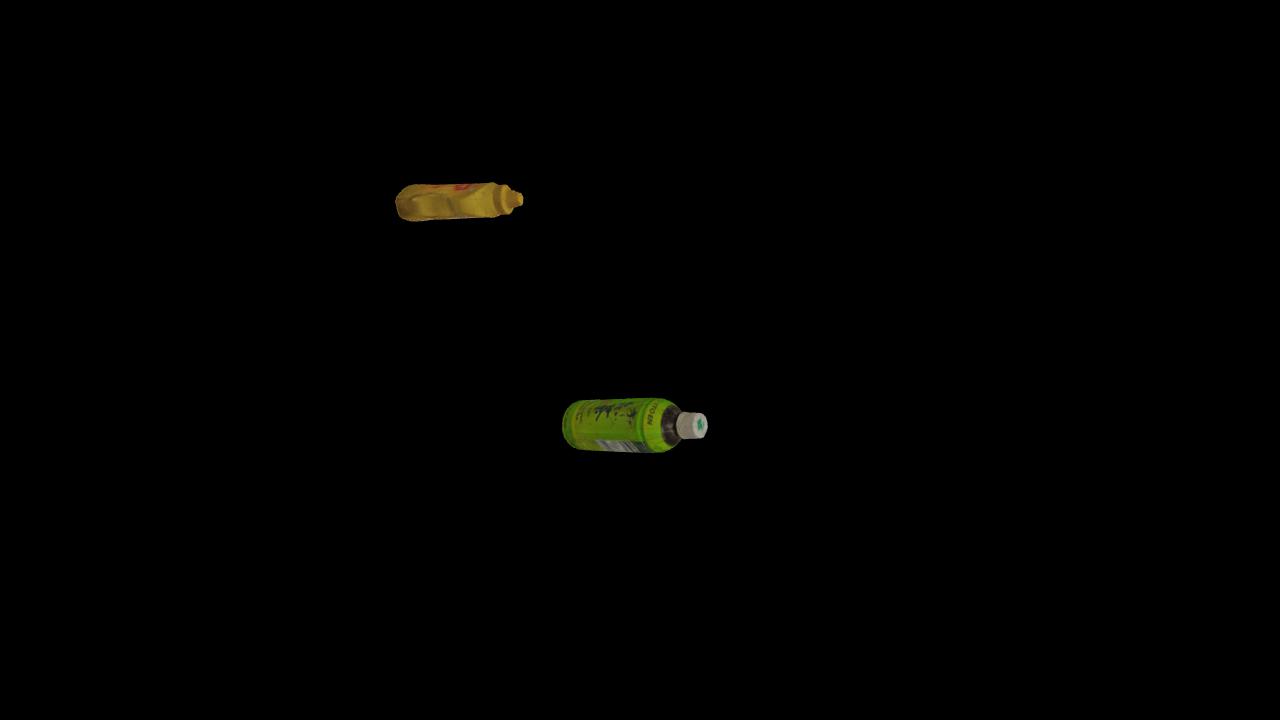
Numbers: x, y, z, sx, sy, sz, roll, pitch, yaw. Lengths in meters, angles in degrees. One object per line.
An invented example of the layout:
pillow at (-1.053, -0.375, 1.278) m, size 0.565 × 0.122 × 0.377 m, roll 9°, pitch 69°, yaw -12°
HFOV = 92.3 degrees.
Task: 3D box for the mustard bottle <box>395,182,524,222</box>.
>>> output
mustard bottle at (-0.258, -0.235, 0.913) m, size 0.184 × 0.054 × 0.092 m, roll 2°, pitch 19°, yaw 15°

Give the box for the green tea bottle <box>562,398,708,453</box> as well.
green tea bottle at (-0.007, 0.084, 0.788) m, size 0.212 × 0.073 × 0.073 m, roll -3°, pitch -2°, yaw 40°
